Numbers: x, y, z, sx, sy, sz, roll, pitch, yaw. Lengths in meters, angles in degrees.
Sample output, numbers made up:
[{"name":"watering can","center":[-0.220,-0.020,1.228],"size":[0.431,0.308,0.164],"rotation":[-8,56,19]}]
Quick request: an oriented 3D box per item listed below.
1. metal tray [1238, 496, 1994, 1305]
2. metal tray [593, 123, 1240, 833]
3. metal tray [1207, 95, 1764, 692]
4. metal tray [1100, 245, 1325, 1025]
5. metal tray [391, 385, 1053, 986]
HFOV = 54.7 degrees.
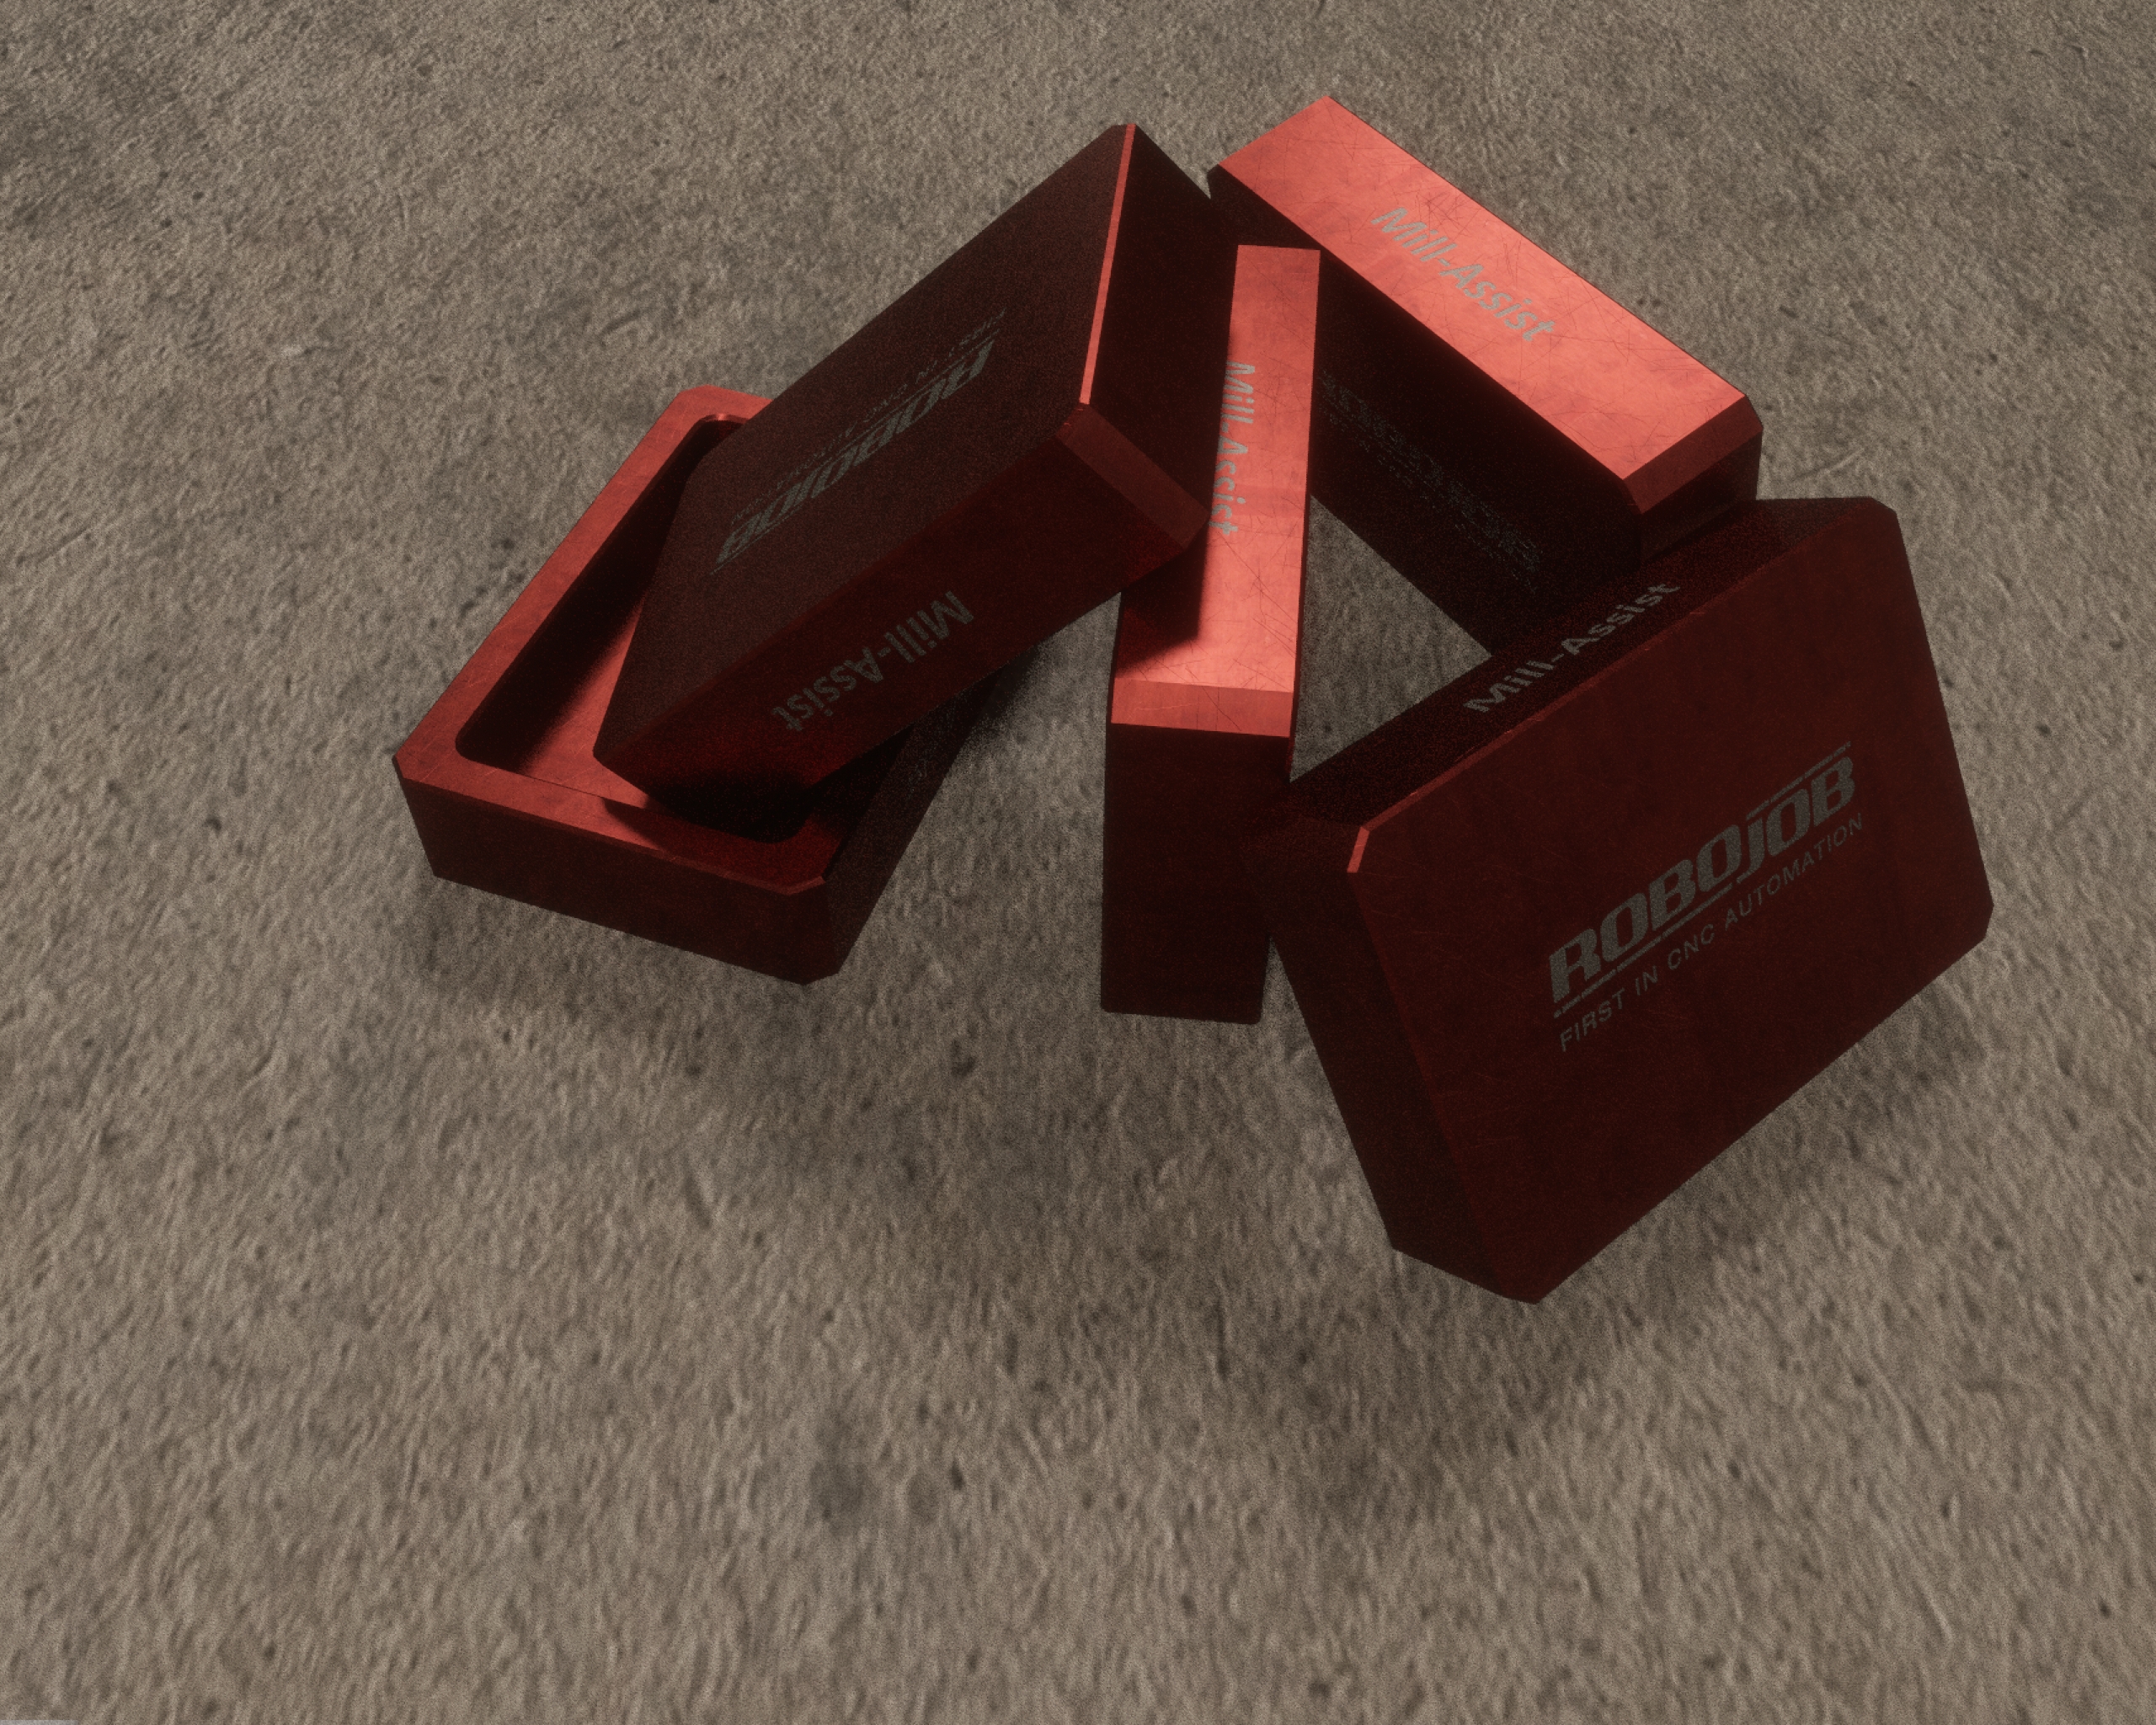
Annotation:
[{"name":"metal tray","center":[0.098,0.003,0.361],"size":[0.131,0.090,0.030],"rotation":[-32,22,-24]},{"name":"metal tray","center":[-0.031,-0.068,0.388],"size":[0.130,0.030,0.090],"rotation":[-28,38,36]},{"name":"metal tray","center":[0.083,-0.090,0.436],"size":[0.030,0.090,0.130],"rotation":[-35,57,-9]},{"name":"metal tray","center":[0.026,-0.046,0.401],"size":[0.030,0.089,0.130],"rotation":[5,51,4]},{"name":"metal tray","center":[-0.068,-0.042,0.436],"size":[0.090,0.030,0.130],"rotation":[16,52,12]}]
